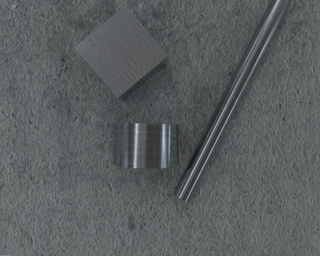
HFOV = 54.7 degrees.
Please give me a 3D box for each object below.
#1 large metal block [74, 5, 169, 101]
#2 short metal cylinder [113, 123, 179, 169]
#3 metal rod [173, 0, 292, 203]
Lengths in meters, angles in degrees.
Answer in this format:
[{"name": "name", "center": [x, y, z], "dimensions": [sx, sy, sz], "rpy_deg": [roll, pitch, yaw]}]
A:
[{"name": "large metal block", "center": [-0.046, -0.092, 0.397], "dimensions": [0.080, 0.050, 0.080], "rpy_deg": [-40, 91, 0]}, {"name": "short metal cylinder", "center": [-0.017, 0.020, 0.382], "dimensions": [0.081, 0.080, 0.050], "rpy_deg": [1, 90, -1]}, {"name": "metal rod", "center": [0.096, -0.041, 0.411], "dimensions": [0.025, 0.025, 0.299], "rpy_deg": [27, 90, -1]}]
